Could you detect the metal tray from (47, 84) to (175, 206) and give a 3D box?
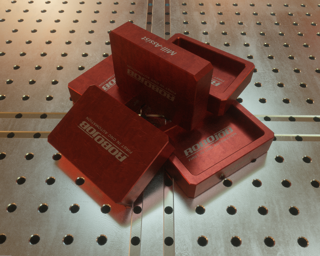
[{"bbox_3d":[-0.059,0.017,0.365,0.130,0.030,0.090,35,83,25],"label":"metal tray"}]

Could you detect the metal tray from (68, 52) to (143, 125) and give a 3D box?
[{"bbox_3d":[-0.056,-0.068,0.460,0.090,0.030,0.131,32,56,23],"label":"metal tray"}]

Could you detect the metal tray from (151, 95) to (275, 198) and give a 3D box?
[{"bbox_3d":[0.064,0.017,0.389,0.131,0.030,0.090,-27,55,-21],"label":"metal tray"}]

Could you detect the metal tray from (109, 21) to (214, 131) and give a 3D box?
[{"bbox_3d":[-0.002,-0.063,0.378,0.130,0.089,0.030,33,58,24],"label":"metal tray"}]

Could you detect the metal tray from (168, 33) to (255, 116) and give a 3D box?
[{"bbox_3d":[0.052,-0.079,0.432,0.130,0.030,0.090,29,56,22],"label":"metal tray"}]
